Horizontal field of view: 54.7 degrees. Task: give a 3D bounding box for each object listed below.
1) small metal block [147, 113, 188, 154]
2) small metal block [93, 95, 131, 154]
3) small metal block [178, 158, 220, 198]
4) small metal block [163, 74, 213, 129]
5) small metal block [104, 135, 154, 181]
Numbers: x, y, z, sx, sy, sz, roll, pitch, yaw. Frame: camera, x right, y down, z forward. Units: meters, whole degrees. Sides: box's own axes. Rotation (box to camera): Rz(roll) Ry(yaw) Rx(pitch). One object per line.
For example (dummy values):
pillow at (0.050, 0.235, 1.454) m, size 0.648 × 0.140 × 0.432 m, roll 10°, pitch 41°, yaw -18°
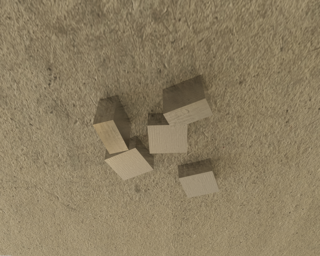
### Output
small metal block at (0.010, 0.007, 0.413) m, size 0.050 × 0.025 × 0.050 m, roll -2°, pitch 130°, yaw 1°
small metal block at (-0.058, -0.004, 0.386) m, size 0.025 × 0.050 × 0.050 m, roll -13°, pitch 129°, yaw 11°
small metal block at (0.059, 0.078, 0.474) m, size 0.050 × 0.025 × 0.050 m, roll -15°, pitch 129°, yaw 12°
small metal block at (0.032, -0.031, 0.364) m, size 0.050 × 0.050 × 0.025 m, roll -20°, pitch 127°, yaw 16°
small metal block at (-0.043, 0.044, 0.444) m, size 0.050 × 0.025 × 0.050 m, roll -22°, pitch 127°, yaw 18°
